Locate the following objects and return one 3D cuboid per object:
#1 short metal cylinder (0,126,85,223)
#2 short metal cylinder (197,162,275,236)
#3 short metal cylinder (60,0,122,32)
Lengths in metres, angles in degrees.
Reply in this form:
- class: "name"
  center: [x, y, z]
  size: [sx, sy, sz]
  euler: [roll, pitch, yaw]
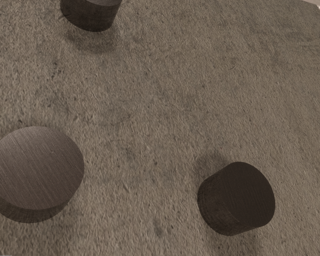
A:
- class: "short metal cylinder"
  center: [-0.119, 0.045, 0.297]
  size: [0.081, 0.050, 0.080]
  euler: [14, 56, -21]
- class: "short metal cylinder"
  center: [0.094, 0.089, 0.387]
  size: [0.081, 0.050, 0.080]
  euler: [14, 56, -21]
- class: "short metal cylinder"
  center: [-0.099, -0.188, 0.450]
  size: [0.081, 0.050, 0.080]
  euler: [14, 56, -21]
